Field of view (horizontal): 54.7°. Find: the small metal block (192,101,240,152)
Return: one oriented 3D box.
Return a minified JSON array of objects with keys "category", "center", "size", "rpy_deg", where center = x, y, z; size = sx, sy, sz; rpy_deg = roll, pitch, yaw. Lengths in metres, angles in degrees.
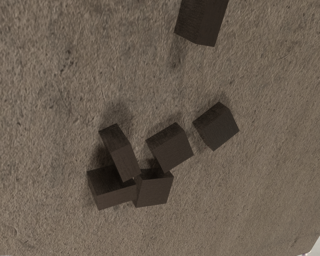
[{"category":"small metal block","center":[0.082,-0.002,0.453],"size":[0.050,0.025,0.050],"rpy_deg":[-38,130,-3]}]

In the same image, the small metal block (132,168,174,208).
[{"category":"small metal block","center":[-0.012,0.087,0.456],"size":[0.050,0.025,0.050],"rpy_deg":[-1,119,-29]}]

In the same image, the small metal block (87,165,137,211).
[{"category":"small metal block","center":[-0.063,0.074,0.403],"size":[0.050,0.050,0.025],"rpy_deg":[-13,124,-22]}]

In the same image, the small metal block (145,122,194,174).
[{"category":"small metal block","center":[0.014,0.028,0.434],"size":[0.050,0.025,0.050],"rpy_deg":[-31,129,-9]}]

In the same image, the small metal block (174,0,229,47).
[{"category":"small metal block","center":[0.044,-0.122,0.341],"size":[0.025,0.050,0.050],"rpy_deg":[0,118,-29]}]

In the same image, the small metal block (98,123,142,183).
[{"category":"small metal block","center":[-0.050,0.030,0.383],"size":[0.025,0.050,0.050],"rpy_deg":[-26,128,-13]}]
